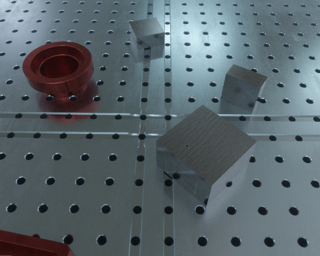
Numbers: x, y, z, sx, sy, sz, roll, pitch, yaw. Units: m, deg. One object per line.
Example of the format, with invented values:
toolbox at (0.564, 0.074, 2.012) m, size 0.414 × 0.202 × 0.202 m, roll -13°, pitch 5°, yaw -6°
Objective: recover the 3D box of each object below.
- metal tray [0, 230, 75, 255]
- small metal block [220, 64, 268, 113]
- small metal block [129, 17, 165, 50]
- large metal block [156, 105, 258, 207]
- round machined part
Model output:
metal tray at (-0.155, 0.143, 0.282) m, size 0.131 × 0.030 × 0.090 m, roll 9°, pitch 50°, yaw 7°
small metal block at (0.118, -0.056, 0.440) m, size 0.050 × 0.050 × 0.025 m, roll 26°, pitch 55°, yaw 20°
small metal block at (-0.023, -0.168, 0.549) m, size 0.050 × 0.025 × 0.050 m, roll -14°, pitch 52°, yaw -12°
large metal block at (0.053, 0.030, 0.367) m, size 0.080 × 0.050 × 0.080 m, roll -37°, pitch 60°, yaw -27°
round machined part at (-0.149, -0.084, 0.465) m, size 0.099 × 0.042 × 0.098 m, roll 0°, pitch 50°, yaw 0°
